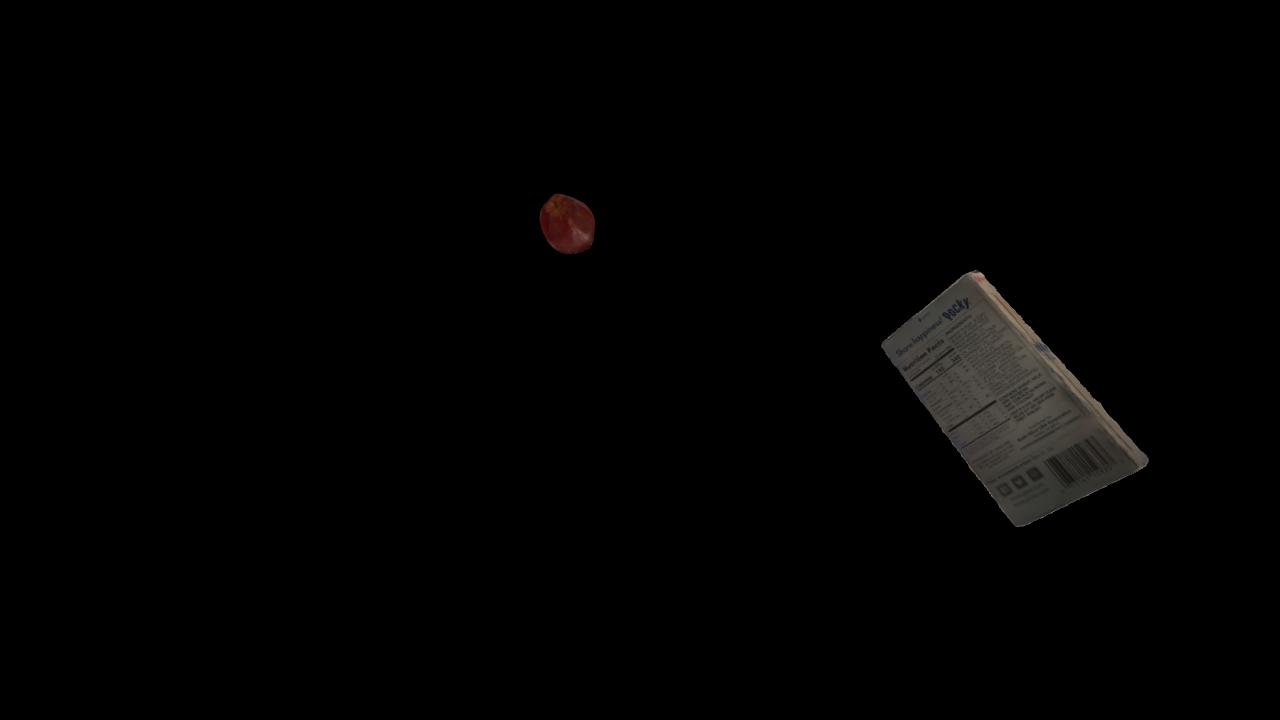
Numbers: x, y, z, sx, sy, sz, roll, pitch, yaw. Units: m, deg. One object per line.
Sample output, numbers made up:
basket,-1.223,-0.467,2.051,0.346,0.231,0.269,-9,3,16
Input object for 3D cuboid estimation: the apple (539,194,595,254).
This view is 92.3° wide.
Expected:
apple,-0.105,-0.196,0.887,0.079,0.079,0.093,0,-18,16

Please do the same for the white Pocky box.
white Pocky box,0.242,0.025,0.415,0.028,0.154,0.084,-6,-33,-40
